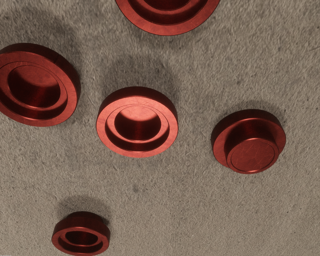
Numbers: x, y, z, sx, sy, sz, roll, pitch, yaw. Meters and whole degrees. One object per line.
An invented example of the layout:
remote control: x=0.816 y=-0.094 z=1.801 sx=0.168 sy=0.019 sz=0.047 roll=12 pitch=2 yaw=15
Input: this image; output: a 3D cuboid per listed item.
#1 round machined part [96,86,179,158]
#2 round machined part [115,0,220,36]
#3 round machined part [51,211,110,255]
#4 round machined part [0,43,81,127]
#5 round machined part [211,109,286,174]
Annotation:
round machined part: x=-0.027 y=-0.011 z=0.386 sx=0.099 sy=0.042 sz=0.097 roll=0 pitch=130 yaw=0
round machined part: x=0.007 y=-0.138 z=0.279 sx=0.099 sy=0.042 sz=0.097 roll=-1 pitch=130 yaw=0
round machined part: x=-0.138 y=0.185 z=0.552 sx=0.099 sy=0.042 sz=0.097 roll=-1 pitch=130 yaw=0
round machined part: x=-0.139 y=-0.051 z=0.350 sx=0.099 sy=0.042 sz=0.097 roll=-1 pitch=130 yaw=0
round machined part: x=0.121 y=0.025 z=0.420 sx=0.099 sy=0.042 sz=0.097 roll=-1 pitch=130 yaw=0
